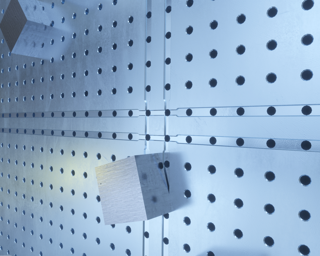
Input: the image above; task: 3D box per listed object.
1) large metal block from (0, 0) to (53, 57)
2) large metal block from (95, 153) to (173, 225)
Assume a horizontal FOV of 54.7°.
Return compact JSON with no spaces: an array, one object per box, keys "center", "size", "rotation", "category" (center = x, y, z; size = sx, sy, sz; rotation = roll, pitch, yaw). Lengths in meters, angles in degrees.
[{"center":[-0.264,-0.199,0.607],"size":[0.080,0.050,0.080],"rotation":[-46,63,30],"category":"large metal block"},{"center":[-0.037,0.083,0.422],"size":[0.080,0.050,0.080],"rotation":[-20,78,38],"category":"large metal block"}]
